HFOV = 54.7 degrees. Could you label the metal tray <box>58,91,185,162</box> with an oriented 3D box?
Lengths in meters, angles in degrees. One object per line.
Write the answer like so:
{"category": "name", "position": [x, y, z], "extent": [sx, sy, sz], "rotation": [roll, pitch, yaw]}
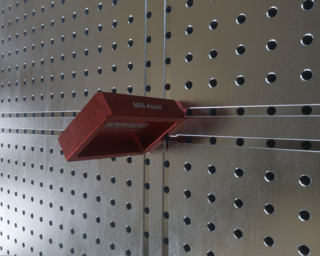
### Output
{"category": "metal tray", "position": [-0.042, 0.001, 0.373], "extent": [0.090, 0.131, 0.030], "rotation": [-42, 65, 32]}
